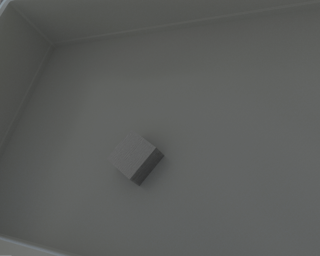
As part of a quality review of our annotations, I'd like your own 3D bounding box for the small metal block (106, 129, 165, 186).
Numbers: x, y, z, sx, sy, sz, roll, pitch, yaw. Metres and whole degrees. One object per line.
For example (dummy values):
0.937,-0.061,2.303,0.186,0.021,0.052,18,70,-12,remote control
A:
-0.032,0.037,0.398,0.050,0.025,0.050,34,80,38,small metal block
